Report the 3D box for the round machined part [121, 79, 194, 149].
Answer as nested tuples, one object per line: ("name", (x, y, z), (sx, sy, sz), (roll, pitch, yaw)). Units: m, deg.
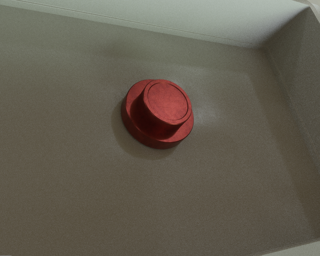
("round machined part", (0.002, -0.025, 0.407), (0.099, 0.042, 0.098), (13, 56, -21))
